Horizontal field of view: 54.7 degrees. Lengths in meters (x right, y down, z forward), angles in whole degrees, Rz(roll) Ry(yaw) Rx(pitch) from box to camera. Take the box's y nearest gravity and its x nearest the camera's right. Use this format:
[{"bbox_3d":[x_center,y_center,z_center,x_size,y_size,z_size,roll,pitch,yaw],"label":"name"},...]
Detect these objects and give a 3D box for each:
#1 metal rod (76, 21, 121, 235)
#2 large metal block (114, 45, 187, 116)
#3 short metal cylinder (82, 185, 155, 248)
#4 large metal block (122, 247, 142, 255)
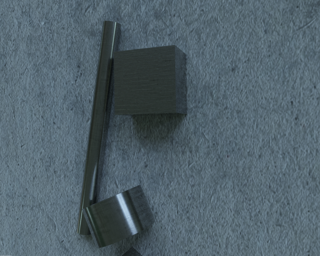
[{"bbox_3d":[-0.087,0.002,0.439,0.025,0.025,0.298,9,93,19],"label":"metal rod"},{"bbox_3d":[-0.011,-0.057,0.400,0.080,0.050,0.080,-1,90,20],"label":"large metal block"},{"bbox_3d":[-0.053,0.112,0.398,0.080,0.080,0.050,-26,82,18],"label":"short metal cylinder"},{"bbox_3d":[-0.038,0.223,0.409,0.080,0.050,0.080,36,102,16],"label":"large metal block"}]
